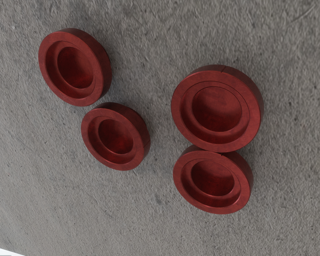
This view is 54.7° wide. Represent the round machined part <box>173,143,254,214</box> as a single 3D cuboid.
[{"bbox_3d":[0.070,0.059,0.395,0.098,0.042,0.097,13,124,20],"label":"round machined part"}]

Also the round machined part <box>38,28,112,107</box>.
[{"bbox_3d":[-0.104,-0.080,0.401,0.098,0.042,0.097,13,124,21],"label":"round machined part"}]

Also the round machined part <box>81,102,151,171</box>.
[{"bbox_3d":[-0.057,0.008,0.431,0.098,0.042,0.097,13,124,21],"label":"round machined part"}]

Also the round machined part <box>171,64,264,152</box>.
[{"bbox_3d":[0.065,-0.024,0.346,0.098,0.042,0.097,13,124,20],"label":"round machined part"}]
